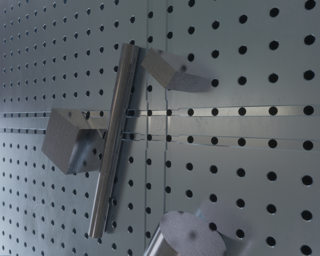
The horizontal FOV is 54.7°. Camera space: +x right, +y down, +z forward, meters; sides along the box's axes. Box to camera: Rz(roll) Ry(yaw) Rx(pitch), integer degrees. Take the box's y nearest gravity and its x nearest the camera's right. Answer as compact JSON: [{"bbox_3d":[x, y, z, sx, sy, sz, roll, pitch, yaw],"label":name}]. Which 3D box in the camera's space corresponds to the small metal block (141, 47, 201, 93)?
[{"bbox_3d":[0.014,-0.071,0.382,0.050,0.050,0.025,49,119,29],"label":"small metal block"}]

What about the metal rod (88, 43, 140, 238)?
[{"bbox_3d":[-0.071,0.025,0.468,0.025,0.025,0.298,20,102,38],"label":"metal rod"}]

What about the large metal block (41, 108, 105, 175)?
[{"bbox_3d":[-0.146,0.020,0.513,0.080,0.050,0.079,32,110,35],"label":"large metal block"}]

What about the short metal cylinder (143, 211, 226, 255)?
[{"bbox_3d":[0.027,0.141,0.351,0.080,0.081,0.050,37,113,34],"label":"short metal cylinder"}]
